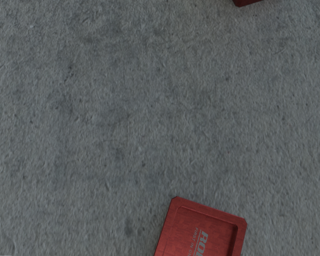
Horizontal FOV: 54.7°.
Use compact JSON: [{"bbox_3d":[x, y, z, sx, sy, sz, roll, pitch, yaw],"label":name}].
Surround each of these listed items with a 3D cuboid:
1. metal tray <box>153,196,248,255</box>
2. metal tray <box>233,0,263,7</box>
[{"bbox_3d":[0.037,0.154,0.349,0.090,0.030,0.130,18,71,6],"label":"metal tray"},{"bbox_3d":[0.141,-0.267,0.504,0.091,0.030,0.130,-20,71,-8],"label":"metal tray"}]
